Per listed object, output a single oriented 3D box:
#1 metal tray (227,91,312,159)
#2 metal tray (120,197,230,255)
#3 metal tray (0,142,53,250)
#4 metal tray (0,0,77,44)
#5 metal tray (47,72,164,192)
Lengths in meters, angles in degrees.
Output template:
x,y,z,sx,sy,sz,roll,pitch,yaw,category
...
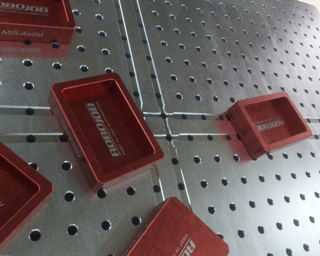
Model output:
x,y,z,sx,sy,sz,roll,pitch,yaw,category
0.183,-0.009,0.511,0.131,0.030,0.090,-13,68,-34,metal tray
0.006,0.148,0.320,0.090,0.030,0.131,43,51,1,metal tray
-0.177,0.049,0.279,0.130,0.030,0.090,40,51,-2,metal tray
-0.184,-0.157,0.401,0.131,0.030,0.090,-6,65,-31,metal tray
-0.065,0.000,0.371,0.091,0.030,0.130,-20,72,-36,metal tray
